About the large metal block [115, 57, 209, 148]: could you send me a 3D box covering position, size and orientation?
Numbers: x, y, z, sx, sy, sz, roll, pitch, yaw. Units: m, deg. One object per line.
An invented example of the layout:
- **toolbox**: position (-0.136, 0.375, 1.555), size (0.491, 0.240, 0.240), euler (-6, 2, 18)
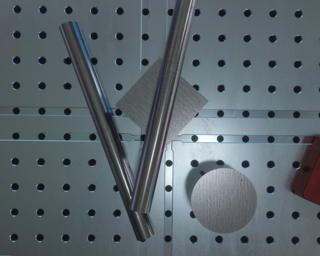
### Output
- **large metal block**: position (0.002, -0.030, 0.401), size (0.080, 0.050, 0.080), euler (42, 90, 0)

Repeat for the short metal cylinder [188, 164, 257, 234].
- **short metal cylinder**: position (0.078, 0.088, 0.401), size (0.081, 0.050, 0.079), euler (0, 90, 0)

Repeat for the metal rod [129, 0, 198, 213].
- **metal rod**: position (0.009, -0.050, 0.363), size (0.025, 0.025, 0.298), euler (13, 90, 0)

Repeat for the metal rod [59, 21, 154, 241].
- **metal rod**: position (-0.070, 0.004, 0.412), size (0.025, 0.025, 0.299), euler (-20, 90, 0)

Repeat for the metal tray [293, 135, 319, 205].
- **metal tray**: position (0.259, 0.074, 0.413), size (0.131, 0.030, 0.090), euler (23, 90, 0)
